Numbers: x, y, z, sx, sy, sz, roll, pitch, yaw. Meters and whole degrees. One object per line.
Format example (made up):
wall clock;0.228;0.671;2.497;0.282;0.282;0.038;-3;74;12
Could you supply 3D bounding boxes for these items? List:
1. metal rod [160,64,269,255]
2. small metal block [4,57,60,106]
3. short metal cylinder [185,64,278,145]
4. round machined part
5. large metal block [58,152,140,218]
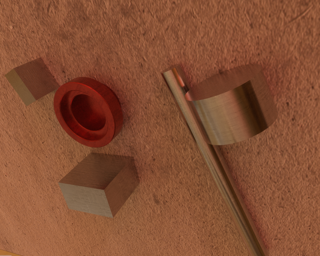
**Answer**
metal rod;0.078;0.058;0.400;0.025;0.025;0.299;-16;111;34
small metal block;-0.181;-0.067;0.442;0.025;0.050;0.050;-20;108;35
short metal cylinder;0.072;-0.025;0.317;0.080;0.080;0.050;-14;111;33
round machined part;-0.093;-0.025;0.428;0.098;0.042;0.097;13;124;20
large metal block;-0.089;0.082;0.467;0.080;0.080;0.050;3;120;26
